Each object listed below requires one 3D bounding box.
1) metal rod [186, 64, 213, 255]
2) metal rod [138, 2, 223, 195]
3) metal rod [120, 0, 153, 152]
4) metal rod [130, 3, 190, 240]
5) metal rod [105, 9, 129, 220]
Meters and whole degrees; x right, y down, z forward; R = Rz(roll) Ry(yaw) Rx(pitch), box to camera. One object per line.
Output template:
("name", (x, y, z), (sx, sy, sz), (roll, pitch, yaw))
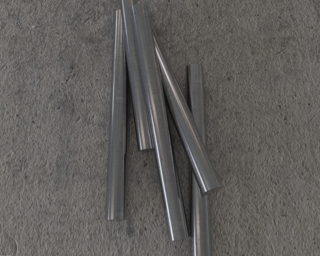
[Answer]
("metal rod", (0.048, 0.056, 0.387), (0.025, 0.025, 0.299), (0, 70, 0))
("metal rod", (0.012, -0.056, 0.412), (0.025, 0.025, 0.299), (-17, 65, -6))
("metal rod", (-0.036, -0.116, 0.431), (0.025, 0.025, 0.299), (-7, 77, -3))
("metal rod", (-0.003, -0.016, 0.389), (0.025, 0.025, 0.299), (-9, 79, -3))
("metal rod", (-0.055, -0.031, 0.418), (0.025, 0.025, 0.299), (-1, 70, 0))
